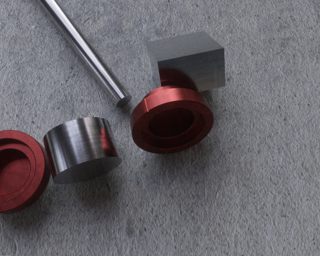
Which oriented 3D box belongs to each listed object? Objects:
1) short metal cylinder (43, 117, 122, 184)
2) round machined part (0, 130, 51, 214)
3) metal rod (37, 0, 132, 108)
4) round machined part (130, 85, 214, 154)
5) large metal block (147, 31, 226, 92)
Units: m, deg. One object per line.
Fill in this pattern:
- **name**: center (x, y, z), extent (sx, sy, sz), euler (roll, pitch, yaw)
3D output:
- **short metal cylinder**: center (-0.091, 0.028, 0.368), extent (0.080, 0.080, 0.050), euler (-19, 71, -7)
- **round machined part**: center (-0.182, 0.055, 0.378), extent (0.099, 0.042, 0.098), euler (0, 70, 0)
- **metal rod**: center (-0.137, -0.149, 0.461), extent (0.025, 0.025, 0.300), euler (-35, 74, -12)
- **round machined part**: center (0.012, -0.014, 0.378), extent (0.099, 0.098, 0.042), euler (-11, 52, -4)
- **large metal block**: center (0.032, -0.085, 0.406), extent (0.081, 0.050, 0.080), euler (-13, 33, -5)
